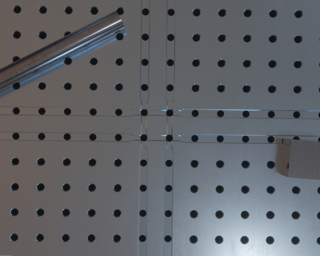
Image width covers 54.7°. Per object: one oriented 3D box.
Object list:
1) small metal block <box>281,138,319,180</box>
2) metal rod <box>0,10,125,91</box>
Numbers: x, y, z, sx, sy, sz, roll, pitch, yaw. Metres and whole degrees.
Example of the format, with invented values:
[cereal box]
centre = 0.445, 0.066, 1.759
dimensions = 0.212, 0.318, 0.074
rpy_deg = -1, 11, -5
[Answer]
[small metal block]
centre = 0.193, 0.041, 0.415
dimensions = 0.050, 0.025, 0.050
rpy_deg = 5, 90, 0
[metal rod]
centre = -0.187, -0.076, 0.411
dimensions = 0.301, 0.025, 0.025
rpy_deg = -27, 90, 0
